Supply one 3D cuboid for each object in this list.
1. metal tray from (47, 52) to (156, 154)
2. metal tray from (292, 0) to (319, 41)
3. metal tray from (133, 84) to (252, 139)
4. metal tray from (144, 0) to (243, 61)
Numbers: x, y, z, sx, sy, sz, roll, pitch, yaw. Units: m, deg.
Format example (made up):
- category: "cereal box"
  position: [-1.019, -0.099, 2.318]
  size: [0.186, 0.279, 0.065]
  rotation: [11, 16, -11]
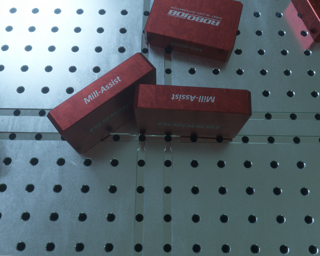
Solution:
- category: "metal tray"
  position: [-0.064, -0.028, 0.386]
  size: [0.131, 0.090, 0.030]
  rotation: [-37, 75, -13]
- category: "metal tray"
  position: [0.288, -0.194, 0.483]
  size: [0.131, 0.030, 0.090]
  rotation: [-16, 71, -6]
- category: "metal tray"
  position: [0.037, -0.018, 0.384]
  size: [0.131, 0.090, 0.030]
  rotation: [3, 70, 1]
- category: "metal tray"
  position: [0.051, -0.159, 0.468]
  size: [0.131, 0.030, 0.090]
  rotation: [14, 70, 4]
